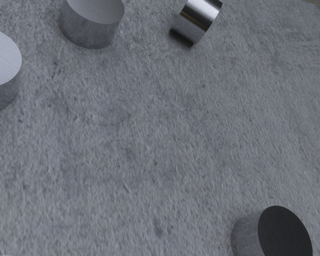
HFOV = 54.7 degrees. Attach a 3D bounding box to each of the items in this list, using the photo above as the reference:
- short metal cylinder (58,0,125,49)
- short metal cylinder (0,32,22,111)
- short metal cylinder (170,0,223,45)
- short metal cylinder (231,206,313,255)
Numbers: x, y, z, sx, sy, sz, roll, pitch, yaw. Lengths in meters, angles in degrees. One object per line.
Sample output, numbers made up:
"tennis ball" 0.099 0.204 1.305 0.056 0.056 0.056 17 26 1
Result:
"short metal cylinder" -0.096 -0.158 0.433 0.081 0.050 0.080 14 56 -21
"short metal cylinder" -0.190 -0.060 0.322 0.081 0.050 0.080 14 56 -21
"short metal cylinder" 0.060 -0.187 0.517 0.050 0.080 0.080 31 52 -9
"short metal cylinder" 0.135 0.141 0.377 0.081 0.050 0.080 14 56 -21
